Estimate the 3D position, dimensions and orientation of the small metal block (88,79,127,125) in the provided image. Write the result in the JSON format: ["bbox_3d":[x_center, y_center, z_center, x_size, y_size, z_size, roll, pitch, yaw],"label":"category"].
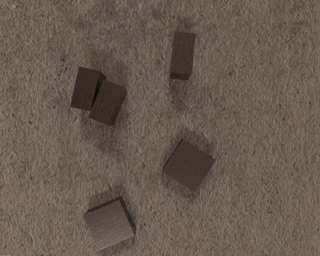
[{"bbox_3d":[-0.065,-0.031,0.397,0.025,0.050,0.050,22,90,-1],"label":"small metal block"}]

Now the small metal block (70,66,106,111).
[{"bbox_3d":[-0.090,-0.047,0.396,0.025,0.050,0.050,12,90,0],"label":"small metal block"}]

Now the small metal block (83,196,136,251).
[{"bbox_3d":[-0.065,0.125,0.409,0.050,0.025,0.050,-23,90,-1],"label":"small metal block"}]

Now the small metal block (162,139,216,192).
[{"bbox_3d":[0.038,0.048,0.411,0.050,0.025,0.050,33,90,-1],"label":"small metal block"}]

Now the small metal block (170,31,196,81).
[{"bbox_3d":[0.028,-0.091,0.398,0.025,0.050,0.050,6,90,0],"label":"small metal block"}]
